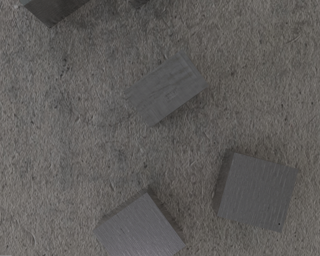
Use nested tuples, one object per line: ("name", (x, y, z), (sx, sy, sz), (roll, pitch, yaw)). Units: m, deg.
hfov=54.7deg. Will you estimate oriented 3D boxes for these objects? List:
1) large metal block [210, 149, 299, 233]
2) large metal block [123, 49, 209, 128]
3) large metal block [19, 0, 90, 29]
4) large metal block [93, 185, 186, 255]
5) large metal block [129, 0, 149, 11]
("large metal block", (0.118, 0.078, 0.398), (0.080, 0.050, 0.080), (15, 90, 0))
("large metal block", (0.007, -0.044, 0.382), (0.080, 0.080, 0.050), (-36, 90, 0))
("large metal block", (-0.132, -0.178, 0.381), (0.080, 0.080, 0.050), (-35, 90, 0))
("large metal block", (-0.025, 0.133, 0.397), (0.080, 0.050, 0.080), (-36, 90, 0))
("large metal block", (-0.026, -0.216, 0.397), (0.080, 0.050, 0.080), (-39, 90, 0))
